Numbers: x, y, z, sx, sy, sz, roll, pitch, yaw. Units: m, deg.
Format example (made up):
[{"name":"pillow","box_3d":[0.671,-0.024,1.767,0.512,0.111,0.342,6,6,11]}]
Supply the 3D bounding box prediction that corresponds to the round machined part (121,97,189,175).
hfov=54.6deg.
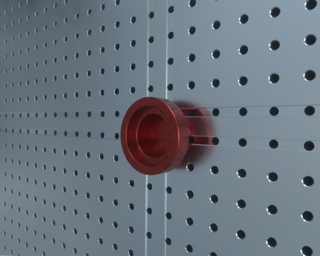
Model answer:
[{"name":"round machined part","box_3d":[-0.002,0.010,0.401,0.098,0.042,0.097,0,90,40]}]
